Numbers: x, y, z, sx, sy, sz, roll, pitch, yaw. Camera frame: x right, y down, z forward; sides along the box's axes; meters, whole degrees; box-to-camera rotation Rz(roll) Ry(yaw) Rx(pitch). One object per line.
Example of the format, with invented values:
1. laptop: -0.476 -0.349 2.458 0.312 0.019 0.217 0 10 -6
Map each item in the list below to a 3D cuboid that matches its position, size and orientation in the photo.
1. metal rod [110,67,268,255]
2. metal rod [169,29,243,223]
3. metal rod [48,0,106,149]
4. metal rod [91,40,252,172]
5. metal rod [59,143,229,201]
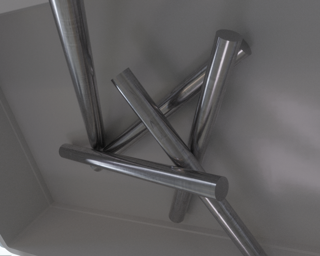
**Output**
1. metal rod: 0.044 0.058 0.369 0.025 0.025 0.299 -29 104 37
2. metal rod: 0.045 0.026 0.382 0.025 0.025 0.298 23 133 14
3. metal rod: -0.081 -0.042 0.342 0.025 0.025 0.299 30 155 9
4. metal rod: -0.009 -0.012 0.405 0.025 0.025 0.299 48 129 -6
5. metal rod: -0.047 0.049 0.409 0.300 0.025 0.025 6 123 43
